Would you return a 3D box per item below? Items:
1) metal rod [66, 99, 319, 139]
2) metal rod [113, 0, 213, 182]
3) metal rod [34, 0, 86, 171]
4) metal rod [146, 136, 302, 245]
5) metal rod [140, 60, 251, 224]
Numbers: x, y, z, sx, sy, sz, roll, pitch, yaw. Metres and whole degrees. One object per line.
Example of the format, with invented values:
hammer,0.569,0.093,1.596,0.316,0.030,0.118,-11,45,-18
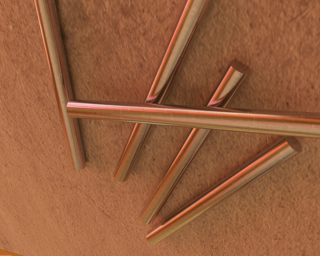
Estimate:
metal rod,0.019,-0.014,0.353,0.301,0.025,0.025,5,121,25
metal rod,-0.008,-0.031,0.390,0.025,0.025,0.298,32,128,7
metal rod,-0.139,-0.065,0.437,0.025,0.025,0.298,12,123,21
metal rod,0.067,0.101,0.432,0.025,0.025,0.298,42,129,-1
metal rod,0.031,0.041,0.414,0.025,0.025,0.298,32,128,7
